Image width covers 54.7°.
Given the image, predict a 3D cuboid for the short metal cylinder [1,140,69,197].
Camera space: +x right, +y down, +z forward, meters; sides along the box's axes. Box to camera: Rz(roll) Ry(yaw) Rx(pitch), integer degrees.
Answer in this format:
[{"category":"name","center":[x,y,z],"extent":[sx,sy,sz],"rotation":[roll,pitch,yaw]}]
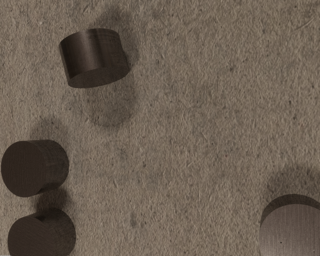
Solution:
[{"category":"short metal cylinder","center":[-0.184,0.058,0.459],"extent":[0.080,0.050,0.079],"rotation":[0,90,19]}]

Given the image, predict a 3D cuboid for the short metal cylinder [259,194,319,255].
[{"category":"short metal cylinder","center":[0.152,0.118,0.342],"extent":[0.080,0.050,0.079],"rotation":[0,90,19]}]

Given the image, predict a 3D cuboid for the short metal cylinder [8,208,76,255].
[{"category":"short metal cylinder","center":[-0.173,0.163,0.455],"extent":[0.080,0.050,0.079],"rotation":[0,90,19]}]

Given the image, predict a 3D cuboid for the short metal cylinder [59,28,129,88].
[{"category":"short metal cylinder","center":[-0.087,-0.089,0.409],"extent":[0.080,0.080,0.050],"rotation":[-17,85,19]}]
